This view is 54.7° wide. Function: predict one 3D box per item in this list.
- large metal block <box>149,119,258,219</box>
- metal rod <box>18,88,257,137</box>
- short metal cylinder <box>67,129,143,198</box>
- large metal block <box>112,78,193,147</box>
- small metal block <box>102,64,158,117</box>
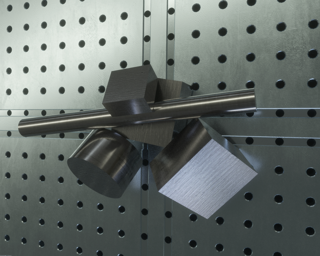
[{"bbox_3d":[0.048,0.046,0.356,0.080,0.050,0.080,36,106,-29],"label":"large metal block"},{"bbox_3d":[-0.042,-0.015,0.370,0.301,0.025,0.025,-6,88,20],"label":"metal rod"},{"bbox_3d":[-0.070,0.046,0.398,0.080,0.080,0.050,21,54,18],"label":"short metal cylinder"},{"bbox_3d":[-0.010,-0.023,0.398,0.080,0.050,0.079,12,94,19],"label":"large metal block"},{"bbox_3d":[-0.033,-0.043,0.354,0.050,0.025,0.050,-6,53,20],"label":"small metal block"}]
